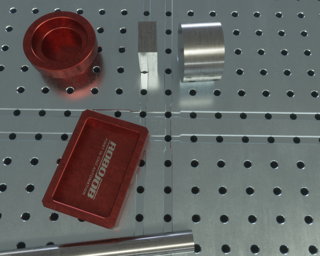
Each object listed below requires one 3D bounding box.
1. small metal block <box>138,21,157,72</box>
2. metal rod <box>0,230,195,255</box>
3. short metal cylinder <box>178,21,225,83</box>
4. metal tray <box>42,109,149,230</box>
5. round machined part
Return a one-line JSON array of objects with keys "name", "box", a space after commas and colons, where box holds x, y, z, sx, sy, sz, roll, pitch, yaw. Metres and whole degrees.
[{"name": "small metal block", "box": [-0.017, -0.115, 0.440, 0.025, 0.050, 0.050, -1, 70, -1]}, {"name": "metal rod", "box": [-0.112, 0.146, 0.356, 0.302, 0.025, 0.025, -5, 70, -3]}, {"name": "short metal cylinder", "box": [0.053, -0.103, 0.421, 0.050, 0.080, 0.080, -4, 70, -2]}, {"name": "metal tray", "box": [-0.076, 0.050, 0.389, 0.090, 0.030, 0.130, 17, 71, 6]}, {"name": "round machined part", "box": [-0.138, -0.114, 0.443, 0.099, 0.042, 0.098, 0, 70, -1]}]
